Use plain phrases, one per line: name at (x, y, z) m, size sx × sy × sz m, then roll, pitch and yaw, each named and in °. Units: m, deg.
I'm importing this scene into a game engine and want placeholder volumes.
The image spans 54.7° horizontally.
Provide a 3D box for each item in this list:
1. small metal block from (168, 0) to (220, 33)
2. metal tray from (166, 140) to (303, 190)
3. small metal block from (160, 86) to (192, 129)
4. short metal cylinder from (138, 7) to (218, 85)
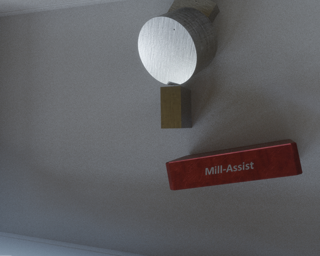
small metal block at (0.040, -0.143, 0.396) m, size 0.050 × 0.025 × 0.050 m, roll 35°, pitch 101°, yaw 16°
metal tray at (0.083, 0.039, 0.346) m, size 0.130 × 0.090 × 0.030 m, roll -11°, pitch 87°, yaw 19°
small metal block at (0.021, -0.024, 0.389) m, size 0.025 × 0.050 × 0.050 m, roll -1°, pitch 90°, yaw 20°
short metal cylinder at (0.021, -0.098, 0.370) m, size 0.080 × 0.050 × 0.079 m, roll 21°, pitch 130°, yaw 28°
